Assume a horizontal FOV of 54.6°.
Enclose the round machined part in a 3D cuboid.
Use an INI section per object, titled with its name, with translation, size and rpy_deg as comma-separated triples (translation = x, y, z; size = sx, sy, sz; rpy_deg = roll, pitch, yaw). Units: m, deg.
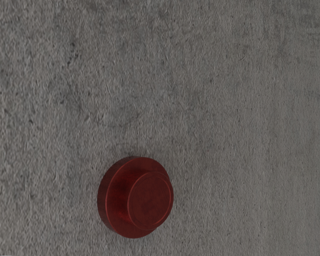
[round machined part]
translation = -0.022, 0.084, 0.375
size = 0.099, 0.042, 0.097
rpy_deg = 0, 90, -40
